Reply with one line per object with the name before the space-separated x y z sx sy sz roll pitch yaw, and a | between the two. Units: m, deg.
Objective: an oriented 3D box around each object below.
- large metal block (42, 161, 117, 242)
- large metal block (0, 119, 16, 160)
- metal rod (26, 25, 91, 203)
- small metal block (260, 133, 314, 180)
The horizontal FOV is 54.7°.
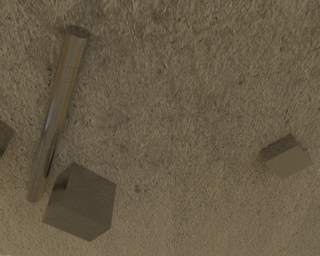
large metal block | -0.117 0.111 0.464 0.080 0.080 0.050 35 122 -26
large metal block | -0.245 0.031 0.395 0.080 0.080 0.050 -26 125 20
metal rod | -0.143 0.005 0.409 0.025 0.025 0.298 18 128 -15
small metal block | 0.182 0.042 0.445 0.050 0.025 0.050 -35 122 26
